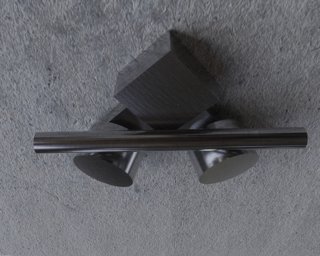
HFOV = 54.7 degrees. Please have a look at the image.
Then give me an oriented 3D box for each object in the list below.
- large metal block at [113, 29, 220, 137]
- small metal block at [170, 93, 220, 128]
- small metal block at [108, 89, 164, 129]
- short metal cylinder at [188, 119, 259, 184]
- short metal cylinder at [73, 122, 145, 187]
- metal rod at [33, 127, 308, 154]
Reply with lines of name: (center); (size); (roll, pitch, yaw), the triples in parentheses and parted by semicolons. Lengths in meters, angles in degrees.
large metal block: (0.007, -0.047, 0.350); (0.080, 0.050, 0.080); (-35, 122, 25)
small metal block: (0.043, -0.012, 0.398); (0.050, 0.025, 0.050); (-36, 122, 26)
small metal block: (-0.030, -0.014, 0.397); (0.050, 0.025, 0.050); (-36, 122, 25)
short metal cylinder: (0.079, 0.032, 0.402); (0.081, 0.050, 0.080); (-15, 150, -9)
short metal cylinder: (-0.064, 0.036, 0.403); (0.080, 0.050, 0.080); (15, 149, 10)
metal rod: (0.011, 0.014, 0.353); (0.302, 0.025, 0.025); (-1, 130, 0)
